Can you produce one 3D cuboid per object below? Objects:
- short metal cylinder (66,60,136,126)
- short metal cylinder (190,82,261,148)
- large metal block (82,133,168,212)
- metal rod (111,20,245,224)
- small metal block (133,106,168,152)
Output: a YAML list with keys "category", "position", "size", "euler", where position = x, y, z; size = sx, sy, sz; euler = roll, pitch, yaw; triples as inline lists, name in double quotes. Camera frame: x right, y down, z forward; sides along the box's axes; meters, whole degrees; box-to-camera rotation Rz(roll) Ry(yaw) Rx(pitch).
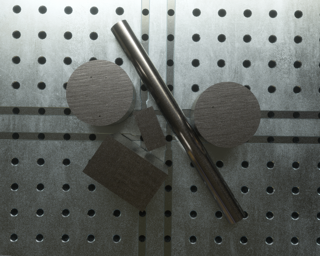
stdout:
- category: "short metal cylinder"
  position: [-0.073, -0.042, 0.396]
  size: [0.081, 0.050, 0.079]
  euler: [0, 90, 0]
- category: "short metal cylinder"
  position: [0.081, -0.016, 0.398]
  size: [0.081, 0.050, 0.079]
  euler: [0, 90, 0]
- category: "large metal block"
  position: [-0.038, 0.050, 0.381]
  size: [0.080, 0.080, 0.050]
  euler: [34, 91, 0]
- category: "metal rod"
  position: [0.024, -0.008, 0.410]
  size: [0.025, 0.025, 0.299]
  euler: [-31, 90, 0]
- category: "small metal block"
  position: [-0.012, 0.001, 0.397]
  size: [0.025, 0.050, 0.050]
  euler: [-21, 90, 0]
